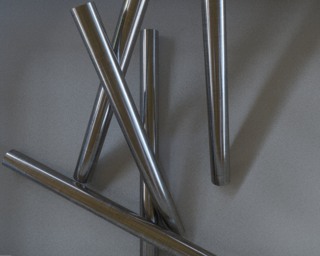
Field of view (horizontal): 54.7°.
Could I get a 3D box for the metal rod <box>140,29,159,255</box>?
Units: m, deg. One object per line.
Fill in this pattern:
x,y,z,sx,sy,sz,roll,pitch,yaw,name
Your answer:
-0.014,0.022,0.411,0.025,0.025,0.298,0,90,0,metal rod

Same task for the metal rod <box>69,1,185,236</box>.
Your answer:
-0.027,0.011,0.355,0.025,0.025,0.299,-21,113,0,metal rod

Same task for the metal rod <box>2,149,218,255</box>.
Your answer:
-0.065,0.104,0.391,0.301,0.025,0.025,26,90,7,metal rod

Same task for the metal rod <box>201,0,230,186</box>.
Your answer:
0.063,-0.063,0.349,0.025,0.025,0.298,-8,116,0,metal rod

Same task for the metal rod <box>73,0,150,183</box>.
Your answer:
-0.052,-0.060,0.351,0.025,0.025,0.298,22,114,0,metal rod
